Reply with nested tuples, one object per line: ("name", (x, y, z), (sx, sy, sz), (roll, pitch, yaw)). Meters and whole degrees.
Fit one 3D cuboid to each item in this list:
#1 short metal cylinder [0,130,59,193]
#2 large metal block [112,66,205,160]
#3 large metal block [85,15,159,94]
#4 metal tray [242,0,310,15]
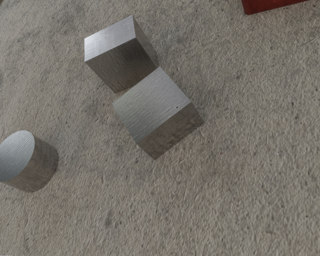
("short metal cylinder", (-0.201, 0.050, 0.462), (0.080, 0.050, 0.080), (-13, 56, 21))
("large metal block", (-0.003, -0.020, 0.402), (0.080, 0.050, 0.080), (-38, 51, 3))
("large metal block", (-0.055, -0.107, 0.463), (0.080, 0.080, 0.050), (-21, 54, 15))
("metal tray", (0.183, -0.217, 0.438), (0.130, 0.030, 0.090), (-6, 59, 24))
